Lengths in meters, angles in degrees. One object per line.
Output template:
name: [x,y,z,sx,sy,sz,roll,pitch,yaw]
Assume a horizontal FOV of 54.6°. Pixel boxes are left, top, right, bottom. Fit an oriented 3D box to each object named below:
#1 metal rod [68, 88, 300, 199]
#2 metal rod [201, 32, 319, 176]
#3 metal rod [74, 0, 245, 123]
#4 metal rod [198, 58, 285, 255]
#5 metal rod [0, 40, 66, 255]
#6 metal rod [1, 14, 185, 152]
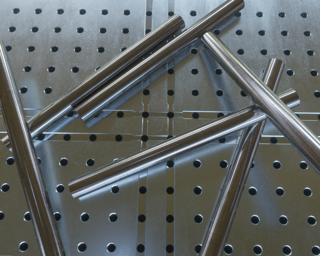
metal rod: [0.031,0.019,0.389,0.301,0.025,0.025,-22,72,-2]
metal rod: [0.128,-0.030,0.365,0.025,0.025,0.300,-22,50,-8]
metal rod: [0.007,-0.107,0.450,0.301,0.025,0.025,-38,74,-13]
metal rod: [0.108,0.037,0.398,0.025,0.025,0.300,22,71,8]
metal rod: [-0.165,0.028,0.377,0.025,0.025,0.299,-19,80,-7]
metal rod: [-0.083,-0.069,0.436,0.301,0.025,0.025,-39,75,-13]
